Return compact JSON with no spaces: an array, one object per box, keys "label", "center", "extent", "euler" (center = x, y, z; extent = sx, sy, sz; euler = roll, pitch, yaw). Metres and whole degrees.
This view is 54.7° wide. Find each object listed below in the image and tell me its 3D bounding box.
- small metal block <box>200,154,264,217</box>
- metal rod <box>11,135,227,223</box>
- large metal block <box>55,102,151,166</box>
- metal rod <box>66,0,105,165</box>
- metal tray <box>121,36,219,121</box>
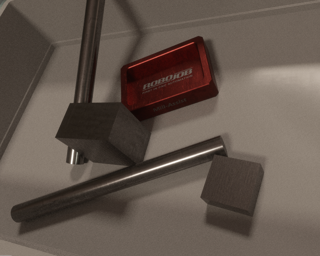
[{"label":"small metal block","center":[0.077,0.060,0.328],"extent":[0.050,0.025,0.050],"euler":[9,66,31]},{"label":"metal rod","center":[-0.063,0.070,0.394],"extent":[0.301,0.025,0.025],"euler":[-20,54,15]},{"label":"large metal block","center":[-0.070,0.010,0.400],"extent":[0.080,0.080,0.050],"euler":[2,63,28]},{"label":"metal rod","center":[-0.101,-0.098,0.435],"extent":[0.025,0.025,0.298],"euler":[9,92,31]},{"label":"metal tray","center":[0.009,-0.068,0.438],"extent":[0.130,0.030,0.090],"euler":[-18,55,17]}]
